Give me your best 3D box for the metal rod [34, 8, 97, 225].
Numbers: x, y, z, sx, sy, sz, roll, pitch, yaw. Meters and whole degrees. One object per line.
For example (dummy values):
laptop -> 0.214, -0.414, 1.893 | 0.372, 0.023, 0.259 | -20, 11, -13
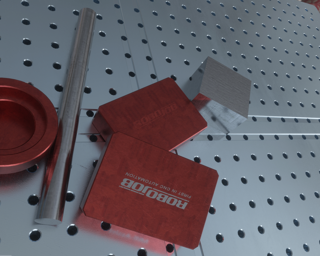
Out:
metal rod -> -0.106, -0.038, 0.374 | 0.025, 0.025, 0.299 | 14, 56, -21

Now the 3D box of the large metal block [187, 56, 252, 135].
large metal block -> 0.088, -0.049, 0.472 | 0.080, 0.050, 0.080 | 27, 52, -12

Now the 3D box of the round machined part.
round machined part -> -0.157, 0.001, 0.312 | 0.099, 0.042, 0.098 | 14, 56, -21

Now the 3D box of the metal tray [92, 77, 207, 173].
metal tray -> -0.009, -0.007, 0.406 | 0.131, 0.030, 0.090 | -29, 78, -38

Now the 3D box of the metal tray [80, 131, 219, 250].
metal tray -> -0.008, 0.068, 0.339 | 0.131, 0.030, 0.090 | 23, 76, -15
